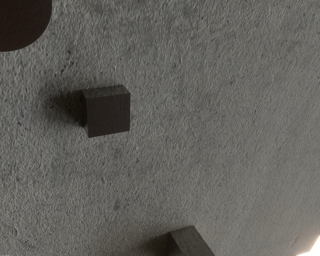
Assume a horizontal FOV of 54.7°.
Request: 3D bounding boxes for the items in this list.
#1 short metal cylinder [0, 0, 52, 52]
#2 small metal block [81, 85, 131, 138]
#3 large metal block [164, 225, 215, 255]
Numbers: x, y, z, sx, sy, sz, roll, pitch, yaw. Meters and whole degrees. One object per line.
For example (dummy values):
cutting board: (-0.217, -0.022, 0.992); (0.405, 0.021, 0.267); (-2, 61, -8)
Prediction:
short metal cylinder: (-0.134, -0.108, 0.251); (0.081, 0.050, 0.079); (-14, 125, -21)
small metal block: (-0.063, -0.020, 0.361); (0.050, 0.025, 0.050); (-10, 123, -24)
large metal block: (0.051, 0.235, 0.547); (0.050, 0.080, 0.079); (-6, 121, -26)
